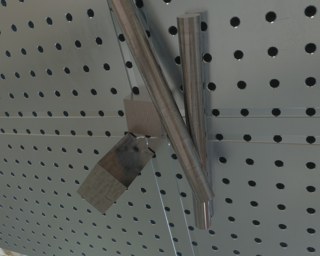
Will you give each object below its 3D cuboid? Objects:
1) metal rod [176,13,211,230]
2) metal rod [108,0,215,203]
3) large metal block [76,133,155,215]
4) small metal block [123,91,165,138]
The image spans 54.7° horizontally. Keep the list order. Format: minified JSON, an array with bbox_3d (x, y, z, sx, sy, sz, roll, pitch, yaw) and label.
[{"bbox_3d":[0.047,0.013,0.393,0.025,0.025,0.298,7,122,24],"label":"metal rod"},{"bbox_3d":[-0.002,-0.046,0.361,0.025,0.025,0.299,-16,104,34],"label":"metal rod"},{"bbox_3d":[-0.064,0.065,0.448,0.050,0.080,0.080,40,129,0],"label":"large metal block"},{"bbox_3d":[-0.017,-0.018,0.408,0.050,0.025,0.050,9,122,23],"label":"small metal block"}]
